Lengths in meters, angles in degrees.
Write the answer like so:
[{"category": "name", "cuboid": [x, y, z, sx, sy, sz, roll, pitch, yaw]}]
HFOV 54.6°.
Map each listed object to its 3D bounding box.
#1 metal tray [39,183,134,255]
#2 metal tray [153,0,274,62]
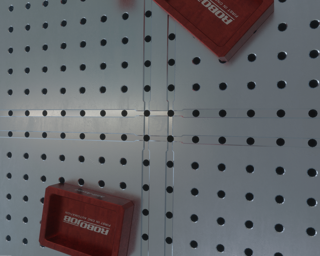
[{"category": "metal tray", "cuboid": [-0.108, 0.138, 0.448, 0.130, 0.030, 0.090, 10, 93, 19]}, {"category": "metal tray", "cuboid": [0.063, -0.158, 0.387, 0.130, 0.030, 0.090, 45, 104, 14]}]
